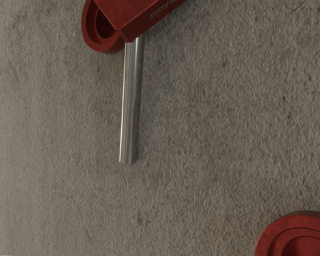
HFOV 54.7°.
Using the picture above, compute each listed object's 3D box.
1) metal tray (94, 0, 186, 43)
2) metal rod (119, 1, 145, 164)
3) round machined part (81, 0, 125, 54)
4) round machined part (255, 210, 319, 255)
[{"bbox_3d":[-0.015,-0.176,0.377,0.130,0.030,0.090,-36,65,4],"label":"metal tray"},{"bbox_3d":[-0.033,-0.095,0.400,0.025,0.025,0.298,19,112,38],"label":"metal rod"},{"bbox_3d":[-0.067,-0.156,0.450,0.098,0.042,0.097,0,90,40],"label":"round machined part"},{"bbox_3d":[0.140,0.123,0.278,0.098,0.042,0.097,0,90,40],"label":"round machined part"}]
